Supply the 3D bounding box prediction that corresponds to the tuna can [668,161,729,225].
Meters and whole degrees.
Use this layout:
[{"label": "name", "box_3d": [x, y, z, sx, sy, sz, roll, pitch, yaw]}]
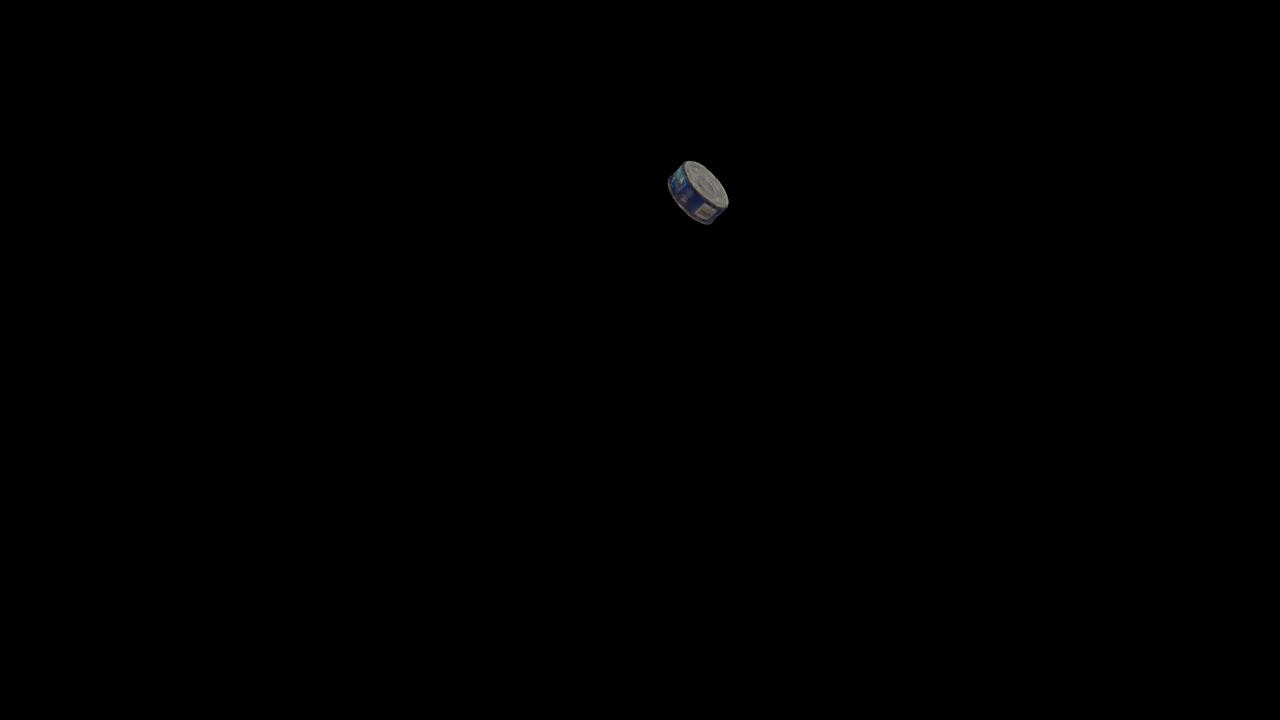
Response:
[{"label": "tuna can", "box_3d": [0.079, -0.224, 0.822, 0.084, 0.084, 0.034, 0, -31, -46]}]
